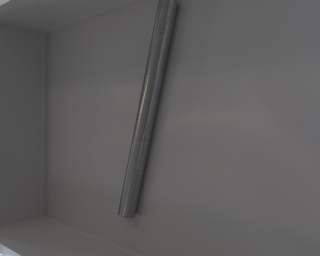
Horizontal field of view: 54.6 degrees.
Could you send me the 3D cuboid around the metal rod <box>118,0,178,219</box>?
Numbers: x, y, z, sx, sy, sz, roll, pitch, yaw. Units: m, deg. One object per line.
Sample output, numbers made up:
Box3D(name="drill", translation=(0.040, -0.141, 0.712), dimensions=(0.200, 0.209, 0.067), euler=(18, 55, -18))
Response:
Box3D(name="metal rod", translation=(-0.019, -0.019, 0.423), dimensions=(0.025, 0.025, 0.298), euler=(19, 102, 38))
